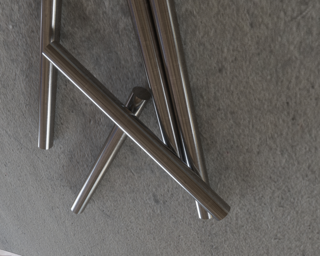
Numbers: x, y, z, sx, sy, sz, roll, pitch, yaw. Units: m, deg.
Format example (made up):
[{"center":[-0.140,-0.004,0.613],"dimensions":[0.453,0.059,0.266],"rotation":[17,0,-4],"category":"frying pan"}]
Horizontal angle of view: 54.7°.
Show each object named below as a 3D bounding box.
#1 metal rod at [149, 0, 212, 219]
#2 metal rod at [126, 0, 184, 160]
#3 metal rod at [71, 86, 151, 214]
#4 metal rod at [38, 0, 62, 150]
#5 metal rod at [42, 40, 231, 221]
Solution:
[{"center":[0.033,-0.008,0.383],"dimensions":[0.025,0.025,0.298],"rotation":[0,119,28],"category":"metal rod"},{"center":[-0.007,-0.075,0.362],"dimensions":[0.025,0.025,0.298],"rotation":[0,119,28],"category":"metal rod"},{"center":[-0.088,0.053,0.483],"dimensions":[0.025,0.025,0.298],"rotation":[37,129,3],"category":"metal rod"},{"center":[-0.156,-0.085,0.433],"dimensions":[0.025,0.025,0.298],"rotation":[27,128,11],"category":"metal rod"},{"center":[-0.027,0.005,0.389],"dimensions":[0.300,0.025,0.025],"rotation":[44,129,-3],"category":"metal rod"}]
